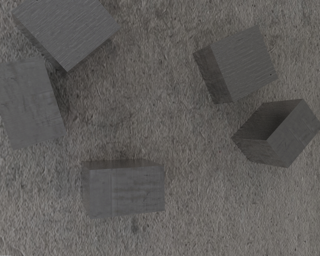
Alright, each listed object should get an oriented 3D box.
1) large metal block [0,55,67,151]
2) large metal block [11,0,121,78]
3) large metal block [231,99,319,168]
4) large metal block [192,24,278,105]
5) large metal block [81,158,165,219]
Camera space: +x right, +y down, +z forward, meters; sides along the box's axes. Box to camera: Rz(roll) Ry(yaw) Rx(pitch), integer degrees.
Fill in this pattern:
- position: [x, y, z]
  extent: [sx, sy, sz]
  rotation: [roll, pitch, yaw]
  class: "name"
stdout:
- position: [-0.138, -0.024, 0.329]
  extent: [0.050, 0.080, 0.080]
  rotation: [-18, 96, -19]
  class: "large metal block"
- position: [-0.106, -0.116, 0.356]
  extent: [0.080, 0.050, 0.080]
  rotation: [-45, 104, -14]
  class: "large metal block"
- position: [0.163, 0.006, 0.439]
  extent: [0.080, 0.080, 0.050]
  rotation: [-44, 104, -14]
  class: "large metal block"
- position: [0.105, -0.087, 0.434]
  extent: [0.081, 0.050, 0.080]
  rotation: [-27, 99, -18]
  class: "large metal block"
- position: [-0.046, 0.066, 0.363]
  extent: [0.081, 0.080, 0.050]
  rotation: [-1, 91, -20]
  class: "large metal block"
